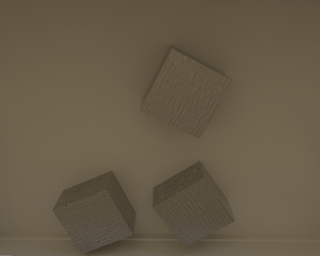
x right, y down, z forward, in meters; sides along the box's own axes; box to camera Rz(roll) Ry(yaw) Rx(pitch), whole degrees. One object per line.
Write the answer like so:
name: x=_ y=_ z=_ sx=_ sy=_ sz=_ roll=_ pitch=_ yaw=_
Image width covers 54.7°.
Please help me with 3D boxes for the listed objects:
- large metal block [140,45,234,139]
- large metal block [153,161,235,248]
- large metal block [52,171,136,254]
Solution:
large metal block: x=0.031 y=-0.045 z=0.381 sx=0.080 sy=0.050 sz=0.080 roll=26 pitch=108 yaw=-9
large metal block: x=0.046 y=0.107 z=0.438 sx=0.080 sy=0.050 sz=0.080 roll=-32 pitch=107 yaw=11
large metal block: x=-0.090 y=0.120 z=0.441 sx=0.080 sy=0.050 sz=0.080 roll=-23 pitch=109 yaw=8
